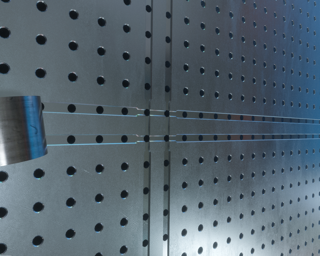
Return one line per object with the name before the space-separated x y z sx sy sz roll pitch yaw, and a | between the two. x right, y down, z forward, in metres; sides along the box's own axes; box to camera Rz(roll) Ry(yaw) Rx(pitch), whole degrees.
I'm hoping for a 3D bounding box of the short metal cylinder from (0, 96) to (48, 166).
short metal cylinder | -0.139 0.002 0.257 0.081 0.080 0.050 -10 97 -40
